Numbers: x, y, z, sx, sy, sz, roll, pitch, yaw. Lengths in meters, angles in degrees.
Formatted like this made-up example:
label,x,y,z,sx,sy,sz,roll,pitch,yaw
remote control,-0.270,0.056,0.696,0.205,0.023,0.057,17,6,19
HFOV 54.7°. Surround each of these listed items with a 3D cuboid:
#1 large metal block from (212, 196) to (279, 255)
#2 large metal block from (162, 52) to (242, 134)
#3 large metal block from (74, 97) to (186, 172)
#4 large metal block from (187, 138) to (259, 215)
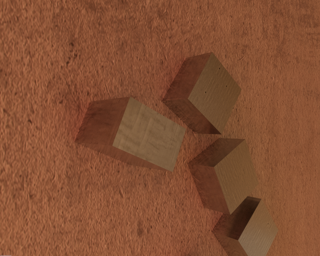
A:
label,x,y,z,sx,sy,sz,roll,pitch,yaw
large metal block,0.141,0.168,0.507,0.080,0.050,0.080,-48,119,-29
large metal block,0.061,-0.047,0.440,0.080,0.050,0.080,42,65,-32
large metal block,-0.033,0.008,0.341,0.080,0.080,0.050,29,72,-37
large metal block,0.098,0.070,0.470,0.081,0.050,0.080,-34,111,-35
